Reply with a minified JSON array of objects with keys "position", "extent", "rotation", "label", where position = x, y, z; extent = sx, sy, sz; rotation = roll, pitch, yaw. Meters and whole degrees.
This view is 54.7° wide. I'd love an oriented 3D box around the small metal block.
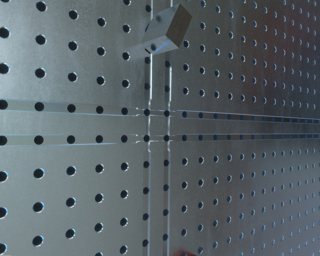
[{"position":[0.008,-0.126,0.399],"extent":[0.025,0.050,0.050],"rotation":[35,69,-35],"label":"small metal block"}]
